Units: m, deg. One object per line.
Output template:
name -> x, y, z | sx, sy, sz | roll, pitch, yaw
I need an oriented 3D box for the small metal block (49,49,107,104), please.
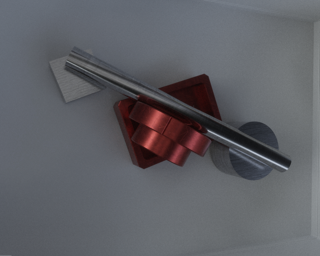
small metal block -> -0.099, -0.062, 0.373 | 0.050, 0.025, 0.050 | -23, 98, -19

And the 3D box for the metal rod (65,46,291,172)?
metal rod -> 0.032, -0.016, 0.378 | 0.301, 0.025, 0.025 | 26, 81, -12

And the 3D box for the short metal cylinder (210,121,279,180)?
short metal cylinder -> 0.119, 0.031, 0.441 | 0.081, 0.050, 0.079 | 0, 90, -21

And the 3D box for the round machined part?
round machined part -> 0.006, 0.011, 0.360 | 0.098, 0.098, 0.042 | 29, 88, -18

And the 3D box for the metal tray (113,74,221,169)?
metal tray -> 0.015, -0.011, 0.412 | 0.131, 0.030, 0.090 | -20, 97, -19
